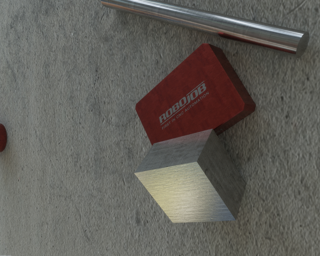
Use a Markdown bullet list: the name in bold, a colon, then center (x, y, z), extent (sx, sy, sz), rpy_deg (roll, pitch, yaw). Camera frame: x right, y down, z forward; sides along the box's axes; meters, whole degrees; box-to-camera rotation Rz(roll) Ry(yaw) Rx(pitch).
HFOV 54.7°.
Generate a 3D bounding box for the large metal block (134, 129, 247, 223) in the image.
- **large metal block**: center (0.034, 0.055, 0.334), extent (0.080, 0.050, 0.080), rpy_deg (-16, 117, 38)

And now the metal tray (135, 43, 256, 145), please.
- **metal tray**: center (0.035, -0.025, 0.371), extent (0.130, 0.030, 0.090), rpy_deg (-38, 67, 33)

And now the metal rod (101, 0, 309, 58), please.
- **metal rod**: center (0.028, -0.137, 0.380), extent (0.300, 0.025, 0.025), rpy_deg (29, 108, 36)

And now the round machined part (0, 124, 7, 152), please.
- **round machined part**: center (-0.387, 0.023, 0.708), extent (0.098, 0.042, 0.097), rpy_deg (0, 90, 39)
